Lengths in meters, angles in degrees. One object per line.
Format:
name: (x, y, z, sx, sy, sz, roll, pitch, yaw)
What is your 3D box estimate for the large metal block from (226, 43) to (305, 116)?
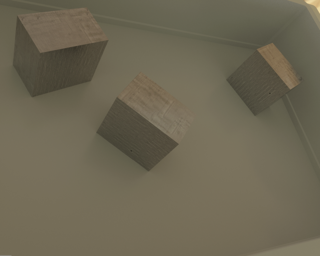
large metal block: (0.172, -0.080, 0.515, 0.050, 0.080, 0.080, -28, 77, -37)

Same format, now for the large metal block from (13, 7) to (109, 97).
large metal block: (-0.118, -0.088, 0.361, 0.081, 0.080, 0.050, -25, 75, -37)

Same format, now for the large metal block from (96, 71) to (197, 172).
large metal block: (-0.018, -0.005, 0.365, 0.080, 0.080, 0.050, 38, 51, -4)
